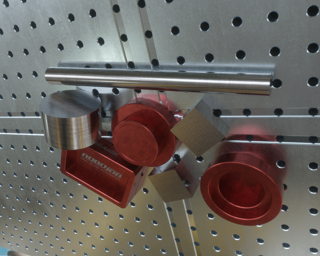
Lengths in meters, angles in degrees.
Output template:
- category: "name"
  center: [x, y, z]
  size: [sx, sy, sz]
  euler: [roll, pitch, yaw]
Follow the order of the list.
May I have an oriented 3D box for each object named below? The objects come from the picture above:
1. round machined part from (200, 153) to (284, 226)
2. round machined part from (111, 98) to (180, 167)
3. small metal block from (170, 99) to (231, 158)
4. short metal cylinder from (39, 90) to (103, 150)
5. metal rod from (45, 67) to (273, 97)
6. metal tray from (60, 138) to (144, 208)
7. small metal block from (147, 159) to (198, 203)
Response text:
- category: "round machined part"
  center: [0.104, 0.072, 0.390]
  size: [0.098, 0.042, 0.097]
  euler: [13, 124, 21]
- category: "round machined part"
  center: [-0.025, 0.012, 0.420]
  size: [0.098, 0.042, 0.097]
  euler: [12, 121, 22]
- category: "small metal block"
  center: [0.050, 0.001, 0.386]
  size: [0.050, 0.025, 0.050]
  euler: [44, 129, -2]
- category: "short metal cylinder"
  center: [-0.122, -0.013, 0.432]
  size: [0.080, 0.080, 0.050]
  euler: [16, 125, 19]
- category: "metal rod"
  center: [-0.021, -0.060, 0.384]
  size: [0.301, 0.025, 0.025]
  euler: [6, 121, 24]
- category: "metal tray"
  center: [-0.096, 0.063, 0.497]
  size: [0.130, 0.030, 0.089]
  euler: [27, 128, 11]
- category: "small metal block"
  center: [0.019, 0.078, 0.450]
  size: [0.050, 0.025, 0.050]
  euler: [-21, 108, 36]
